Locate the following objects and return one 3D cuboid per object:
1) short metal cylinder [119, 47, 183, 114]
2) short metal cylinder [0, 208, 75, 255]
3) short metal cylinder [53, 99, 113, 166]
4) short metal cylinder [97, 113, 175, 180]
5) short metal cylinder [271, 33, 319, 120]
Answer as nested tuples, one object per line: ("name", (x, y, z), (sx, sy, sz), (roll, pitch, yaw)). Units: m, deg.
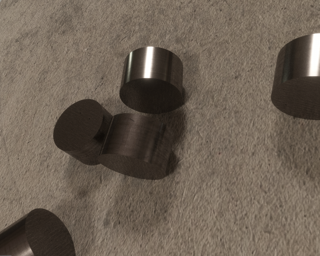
("short metal cylinder", (-0.010, -0.061, 0.410), (0.080, 0.080, 0.050), (-9, 58, 23))
("short metal cylinder", (-0.144, 0.141, 0.356), (0.050, 0.080, 0.080), (-34, 52, 6))
("short metal cylinder", (-0.100, 0.006, 0.435), (0.080, 0.050, 0.080), (-13, 56, 20))
("short metal cylinder", (-0.027, 0.024, 0.367), (0.080, 0.080, 0.050), (1, 62, 28))
("short metal cylinder", (0.159, -0.049, 0.315), (0.080, 0.080, 0.050), (4, 64, 29))
